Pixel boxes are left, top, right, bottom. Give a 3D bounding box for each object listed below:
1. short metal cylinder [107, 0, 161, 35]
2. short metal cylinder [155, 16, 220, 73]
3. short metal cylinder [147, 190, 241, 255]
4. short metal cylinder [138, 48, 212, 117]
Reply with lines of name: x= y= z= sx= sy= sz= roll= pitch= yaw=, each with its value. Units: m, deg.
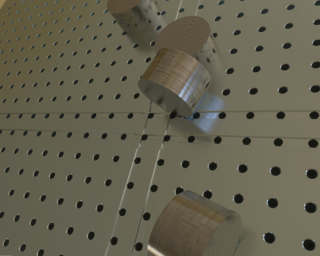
short metal cylinder: x=-0.045 y=-0.213 z=0.547 sx=0.080 sy=0.050 sz=0.080 roll=-13 pitch=56 yaw=21
short metal cylinder: x=0.039 y=-0.111 z=0.439 sx=0.080 sy=0.050 sz=0.080 roll=-13 pitch=56 yaw=21
short metal cylinder: x=0.034 y=0.106 z=0.290 sx=0.050 sy=0.080 sz=0.080 roll=21 pitch=73 yaw=36
short metal cylinder: x=0.019 y=-0.057 z=0.398 sx=0.080 sy=0.080 sz=0.050 roll=22 pitch=74 yaw=36
